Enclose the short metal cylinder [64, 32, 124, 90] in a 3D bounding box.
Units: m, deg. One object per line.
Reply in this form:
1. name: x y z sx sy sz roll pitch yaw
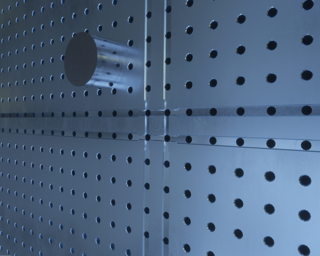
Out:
1. short metal cylinder: -0.102 -0.101 0.474 0.080 0.050 0.079 0 90 39
